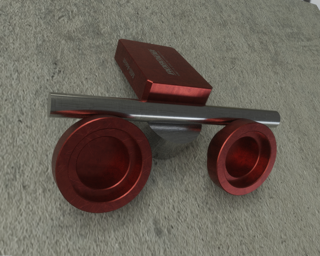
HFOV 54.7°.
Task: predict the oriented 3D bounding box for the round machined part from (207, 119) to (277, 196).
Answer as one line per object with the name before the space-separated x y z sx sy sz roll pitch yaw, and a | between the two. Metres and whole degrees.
round machined part | 0.102 0.035 0.407 0.099 0.042 0.097 -8 108 -26

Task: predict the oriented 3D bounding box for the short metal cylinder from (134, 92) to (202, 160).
short metal cylinder | 0.006 -0.005 0.398 0.081 0.050 0.080 14 56 -21

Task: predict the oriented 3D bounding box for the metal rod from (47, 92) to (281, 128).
metal rod | 0.027 -0.018 0.369 0.303 0.025 0.025 2 61 -28

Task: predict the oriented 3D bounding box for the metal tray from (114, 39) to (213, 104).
metal tray | 0.000 -0.075 0.415 0.091 0.030 0.130 2 35 -28

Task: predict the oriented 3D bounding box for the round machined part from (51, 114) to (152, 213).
round machined part | -0.061 0.034 0.321 0.099 0.042 0.097 -6 103 -28
